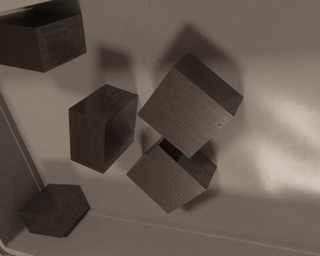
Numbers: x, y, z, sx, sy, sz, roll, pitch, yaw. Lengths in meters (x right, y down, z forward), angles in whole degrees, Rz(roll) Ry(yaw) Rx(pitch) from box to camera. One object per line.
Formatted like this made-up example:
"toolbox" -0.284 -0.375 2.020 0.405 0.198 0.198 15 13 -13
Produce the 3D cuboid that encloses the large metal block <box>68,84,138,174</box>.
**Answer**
"large metal block" -0.073 -0.001 0.409 0.050 0.080 0.079 20 126 16

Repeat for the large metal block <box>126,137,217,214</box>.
"large metal block" 0.015 0.058 0.419 0.080 0.050 0.080 44 129 -3

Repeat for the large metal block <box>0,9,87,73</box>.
"large metal block" -0.151 -0.111 0.382 0.080 0.080 0.050 13 124 20

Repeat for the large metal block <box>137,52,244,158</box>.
"large metal block" 0.034 -0.025 0.358 0.080 0.050 0.080 40 129 0

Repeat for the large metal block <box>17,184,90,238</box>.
"large metal block" -0.191 0.147 0.562 0.080 0.080 0.050 -4 117 29
